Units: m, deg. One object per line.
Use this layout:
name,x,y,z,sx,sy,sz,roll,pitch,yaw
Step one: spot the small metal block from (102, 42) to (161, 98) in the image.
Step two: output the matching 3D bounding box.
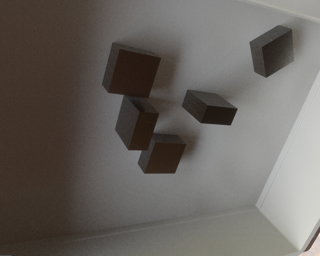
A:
small metal block,-0.033,-0.064,0.352,0.050,0.025,0.050,5,116,-31

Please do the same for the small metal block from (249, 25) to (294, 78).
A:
small metal block,0.156,-0.106,0.431,0.050,0.025,0.050,-31,129,-9

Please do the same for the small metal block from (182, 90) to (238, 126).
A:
small metal block,0.065,-0.027,0.413,0.050,0.050,0.025,4,117,-31

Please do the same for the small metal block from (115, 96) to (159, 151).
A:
small metal block,-0.029,-0.007,0.373,0.025,0.050,0.050,3,117,-31

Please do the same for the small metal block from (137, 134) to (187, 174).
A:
small metal block,0.002,0.036,0.434,0.050,0.025,0.050,5,116,-31
